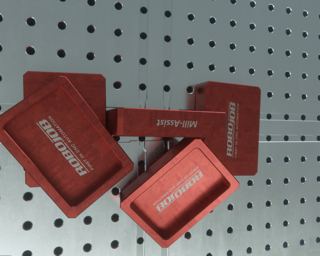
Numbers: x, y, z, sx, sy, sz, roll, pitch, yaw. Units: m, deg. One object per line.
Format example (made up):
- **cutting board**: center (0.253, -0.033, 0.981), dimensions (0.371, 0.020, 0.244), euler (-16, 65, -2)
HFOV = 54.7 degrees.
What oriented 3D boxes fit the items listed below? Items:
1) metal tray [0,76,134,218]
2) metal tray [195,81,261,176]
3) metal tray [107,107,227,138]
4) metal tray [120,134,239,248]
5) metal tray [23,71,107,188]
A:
- **metal tray**: center (-0.103, 0.021, 0.339), dimensions (0.090, 0.030, 0.130), euler (-40, 103, -16)
- **metal tray**: center (0.097, 0.002, 0.446), dimensions (0.091, 0.030, 0.129), euler (3, 89, -21)
- **metal tray**: center (0.004, -0.005, 0.379), dimensions (0.131, 0.090, 0.030), euler (2, 90, -20)
- **metal tray**: center (0.024, 0.081, 0.400), dimensions (0.130, 0.030, 0.090), euler (-41, 105, 2)
- **metal tray**: center (-0.112, 0.001, 0.369), dimensions (0.091, 0.030, 0.129), euler (-1, 91, -20)
